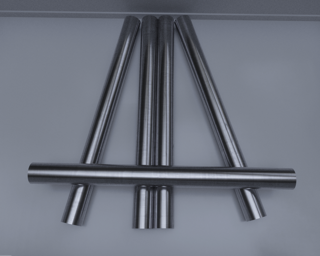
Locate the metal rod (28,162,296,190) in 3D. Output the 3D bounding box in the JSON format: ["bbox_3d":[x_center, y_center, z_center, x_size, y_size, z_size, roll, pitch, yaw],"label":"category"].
[{"bbox_3d":[0.002,0.056,0.360,0.302,0.025,0.025,1,70,0],"label":"metal rod"}]

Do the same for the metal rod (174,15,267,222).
[{"bbox_3d":[0.074,-0.027,0.419,0.025,0.025,0.299,-15,71,-5],"label":"metal rod"}]

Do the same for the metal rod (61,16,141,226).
[{"bbox_3d":[-0.073,-0.024,0.416,0.025,0.025,0.299,12,70,4],"label":"metal rod"}]

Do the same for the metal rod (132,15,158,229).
[{"bbox_3d":[-0.018,-0.022,0.416,0.025,0.025,0.299,1,70,0],"label":"metal rod"}]

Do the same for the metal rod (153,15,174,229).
[{"bbox_3d":[0.007,-0.022,0.416,0.025,0.025,0.299,1,70,0],"label":"metal rod"}]
